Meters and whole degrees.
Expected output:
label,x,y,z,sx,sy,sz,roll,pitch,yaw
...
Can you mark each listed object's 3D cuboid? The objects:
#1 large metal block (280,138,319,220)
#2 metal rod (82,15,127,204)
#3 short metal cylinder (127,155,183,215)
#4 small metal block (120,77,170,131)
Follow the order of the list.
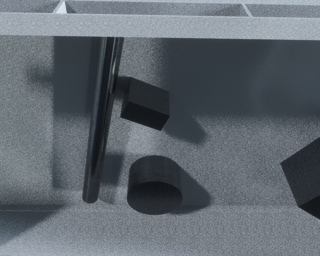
label,x,y,z,sx,sy,sz,roll,pitch,yaw
large metal block,0.229,0.067,0.434,0.050,0.080,0.080,31,123,-24
metal rod,-0.080,0.002,0.409,0.025,0.025,0.298,10,130,-9
short metal cylinder,-0.008,0.087,0.467,0.081,0.050,0.079,0,130,0
small metal block,-0.017,-0.029,0.368,0.050,0.050,0.025,19,127,-16
